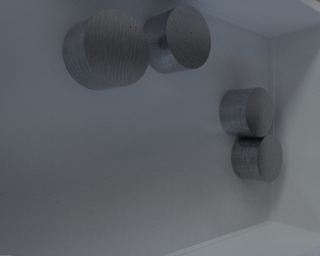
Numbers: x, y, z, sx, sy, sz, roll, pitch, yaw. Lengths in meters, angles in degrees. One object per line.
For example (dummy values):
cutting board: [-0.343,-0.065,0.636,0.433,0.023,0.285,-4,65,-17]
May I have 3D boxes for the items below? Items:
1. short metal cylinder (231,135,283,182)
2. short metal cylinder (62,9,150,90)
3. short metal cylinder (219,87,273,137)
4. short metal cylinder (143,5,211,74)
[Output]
short metal cylinder: [0.168,0.050,0.535,0.081,0.050,0.079,0,90,-40]
short metal cylinder: [-0.059,-0.084,0.342,0.081,0.050,0.079,0,90,-40]
short metal cylinder: [0.144,-0.026,0.514,0.081,0.050,0.079,0,90,-40]
short metal cylinder: [0.022,-0.115,0.410,0.081,0.050,0.079,0,90,-40]
